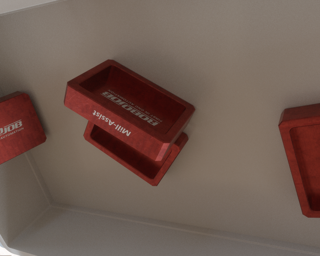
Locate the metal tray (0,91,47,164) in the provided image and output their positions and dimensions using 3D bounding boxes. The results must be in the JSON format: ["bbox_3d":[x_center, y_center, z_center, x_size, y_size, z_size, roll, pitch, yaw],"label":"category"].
[{"bbox_3d":[-0.255,0.008,0.479,0.030,0.131,0.089,16,128,45],"label":"metal tray"}]

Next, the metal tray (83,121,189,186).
[{"bbox_3d":[-0.037,0.013,0.432,0.130,0.030,0.089,34,129,6],"label":"metal tray"}]

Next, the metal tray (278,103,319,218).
[{"bbox_3d":[0.188,0.036,0.328,0.090,0.030,0.129,-10,114,32],"label":"metal tray"}]

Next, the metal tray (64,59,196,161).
[{"bbox_3d":[-0.033,-0.026,0.367,0.130,0.090,0.030,31,128,8],"label":"metal tray"}]
